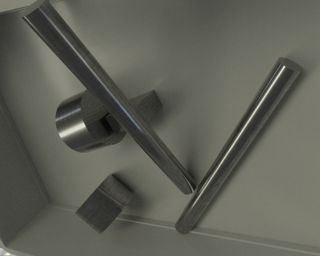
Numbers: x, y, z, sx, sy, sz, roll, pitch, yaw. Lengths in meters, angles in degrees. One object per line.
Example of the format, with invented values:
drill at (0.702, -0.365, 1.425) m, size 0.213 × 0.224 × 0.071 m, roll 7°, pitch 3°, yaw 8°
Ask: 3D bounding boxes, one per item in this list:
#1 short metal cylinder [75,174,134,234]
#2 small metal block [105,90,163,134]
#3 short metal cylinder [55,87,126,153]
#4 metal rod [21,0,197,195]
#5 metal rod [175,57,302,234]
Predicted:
short metal cylinder at (-0.087, 0.119, 0.491) m, size 0.050 × 0.080 × 0.080 m, roll 41°, pitch 129°, yaw 0°
small metal block at (-0.032, -0.021, 0.395) m, size 0.050 × 0.050 × 0.025 m, roll -17°, pitch 109°, yaw 34°
short metal cylinder at (-0.089, -0.011, 0.411) m, size 0.050 × 0.080 × 0.080 m, roll -18°, pitch 109°, yaw 35°
metal rod at (-0.030, -0.007, 0.344) m, size 0.025 × 0.025 × 0.300 m, roll -8°, pitch 139°, yaw 31°
metal rod at (0.081, 0.046, 0.393) m, size 0.025 × 0.025 × 0.298 m, roll 30°, pitch 128°, yaw 9°
